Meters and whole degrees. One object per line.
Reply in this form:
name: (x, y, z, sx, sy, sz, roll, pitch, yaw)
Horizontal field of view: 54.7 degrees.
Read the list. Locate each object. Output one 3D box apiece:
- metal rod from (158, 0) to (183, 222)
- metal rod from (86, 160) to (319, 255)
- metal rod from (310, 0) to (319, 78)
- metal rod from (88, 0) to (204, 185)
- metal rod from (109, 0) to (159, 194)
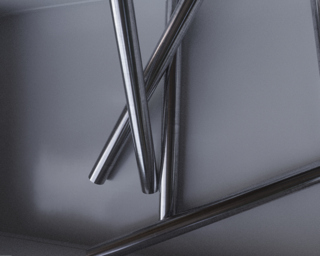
metal rod: (0.014, -0.014, 0.405, 0.025, 0.025, 0.298, 2, 91, 20)
metal rod: (0.047, 0.107, 0.373, 0.301, 0.025, 0.025, -24, 82, 10)
metal rod: (0.196, -0.006, 0.340, 0.025, 0.025, 0.298, -7, 88, 20)
metal rod: (-0.020, -0.050, 0.397, 0.025, 0.025, 0.298, 35, 109, 16)
metal rod: (-0.030, -0.054, 0.357, 0.025, 0.025, 0.298, 2, 115, 20)
